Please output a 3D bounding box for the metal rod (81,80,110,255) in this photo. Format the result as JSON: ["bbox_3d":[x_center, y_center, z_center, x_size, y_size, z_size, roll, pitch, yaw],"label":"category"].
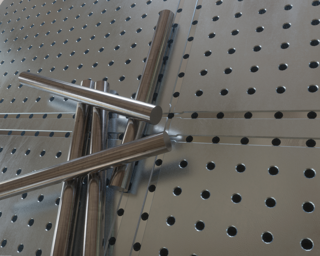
[{"bbox_3d":[-0.084,0.057,0.415,0.025,0.025,0.299,-16,55,18],"label":"metal rod"}]

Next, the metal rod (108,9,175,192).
[{"bbox_3d":[-0.020,-0.056,0.451,0.025,0.025,0.300,0,61,28],"label":"metal rod"}]

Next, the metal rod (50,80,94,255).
[{"bbox_3d":[-0.119,0.056,0.434,0.025,0.025,0.299,-13,56,21],"label":"metal rod"}]

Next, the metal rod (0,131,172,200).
[{"bbox_3d":[-0.128,0.058,0.404,0.301,0.025,0.025,-18,55,17],"label":"metal rod"}]

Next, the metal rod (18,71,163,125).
[{"bbox_3d":[-0.123,-0.052,0.469,0.300,0.025,0.025,17,71,34],"label":"metal rod"}]
